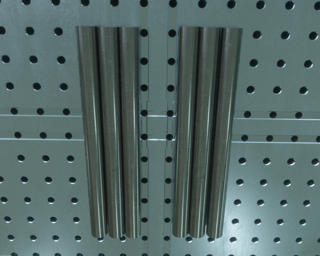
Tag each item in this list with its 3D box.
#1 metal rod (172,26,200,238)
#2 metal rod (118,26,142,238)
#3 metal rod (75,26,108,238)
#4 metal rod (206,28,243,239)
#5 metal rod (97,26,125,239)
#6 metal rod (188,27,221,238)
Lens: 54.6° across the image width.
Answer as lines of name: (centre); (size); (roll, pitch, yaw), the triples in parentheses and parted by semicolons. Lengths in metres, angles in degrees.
metal rod: (0.033, 0.019, 0.420); (0.025, 0.025, 0.298); (1, 110, 0)
metal rod: (-0.039, 0.020, 0.420); (0.025, 0.025, 0.298); (1, 110, 0)
metal rod: (-0.089, 0.019, 0.419); (0.025, 0.025, 0.298); (1, 110, 0)
metal rod: (0.084, 0.020, 0.421); (0.025, 0.025, 0.298); (1, 110, 0)
metal rod: (-0.064, 0.020, 0.419); (0.025, 0.025, 0.298); (1, 110, 0)
metal rod: (0.058, 0.020, 0.420); (0.025, 0.025, 0.298); (1, 110, 0)
